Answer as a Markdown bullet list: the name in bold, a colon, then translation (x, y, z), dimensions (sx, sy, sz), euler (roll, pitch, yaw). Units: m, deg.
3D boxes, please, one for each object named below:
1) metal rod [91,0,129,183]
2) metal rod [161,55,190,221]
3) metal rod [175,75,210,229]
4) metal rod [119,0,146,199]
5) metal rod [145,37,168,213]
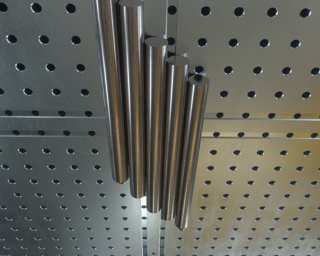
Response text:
- **metal rod**: translation (-0.057, -0.039, 0.377), dimensions (0.025, 0.025, 0.298), euler (1, 130, -1)
- **metal rod**: translation (0.017, 0.038, 0.443), dimensions (0.025, 0.025, 0.298), euler (1, 130, -1)
- **metal rod**: translation (0.042, 0.057, 0.460), dimensions (0.025, 0.025, 0.298), euler (1, 130, -1)
- **metal rod**: translation (-0.032, -0.010, 0.401), dimensions (0.025, 0.025, 0.298), euler (1, 130, -1)
- **metal rod**: translation (-0.007, 0.021, 0.428), dimensions (0.025, 0.025, 0.298), euler (1, 130, -1)
